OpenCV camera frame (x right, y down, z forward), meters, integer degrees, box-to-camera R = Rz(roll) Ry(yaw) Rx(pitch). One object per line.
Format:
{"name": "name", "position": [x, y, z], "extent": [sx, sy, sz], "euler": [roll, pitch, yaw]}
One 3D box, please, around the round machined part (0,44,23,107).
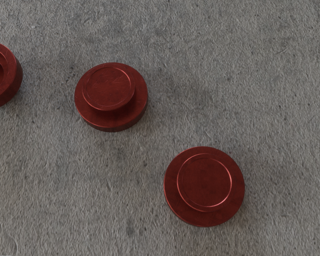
{"name": "round machined part", "position": [-0.236, -0.066, 0.421], "extent": [0.099, 0.042, 0.098], "euler": [0, 70, 0]}

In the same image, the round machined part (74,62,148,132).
{"name": "round machined part", "position": [-0.066, -0.047, 0.416], "extent": [0.099, 0.042, 0.098], "euler": [0, 70, 0]}

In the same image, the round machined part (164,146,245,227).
{"name": "round machined part", "position": [0.054, 0.068, 0.374], "extent": [0.099, 0.042, 0.098], "euler": [0, 70, 0]}
